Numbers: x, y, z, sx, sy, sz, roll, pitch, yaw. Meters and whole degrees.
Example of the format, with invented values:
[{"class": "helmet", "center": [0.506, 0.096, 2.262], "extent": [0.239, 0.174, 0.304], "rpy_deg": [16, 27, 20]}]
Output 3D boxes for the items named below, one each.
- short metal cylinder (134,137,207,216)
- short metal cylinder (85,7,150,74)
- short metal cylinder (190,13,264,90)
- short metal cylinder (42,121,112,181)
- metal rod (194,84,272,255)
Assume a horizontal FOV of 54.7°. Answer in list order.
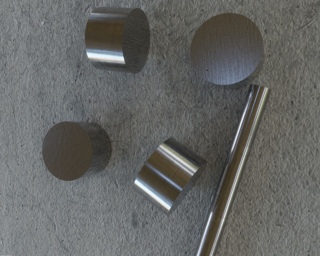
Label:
[{"class": "short metal cylinder", "center": [0.013, 0.058, 0.375], "extent": [0.050, 0.080, 0.080], "rpy_deg": [35, 101, 16]}, {"class": "short metal cylinder", "center": [-0.052, -0.113, 0.398], "extent": [0.050, 0.080, 0.079], "rpy_deg": [10, 93, 20]}, {"class": "short metal cylinder", "center": [0.081, -0.088, 0.367], "extent": [0.080, 0.050, 0.080], "rpy_deg": [0, 90, 20]}, {"class": "short metal cylinder", "center": [-0.116, 0.031, 0.437], "extent": [0.080, 0.050, 0.080], "rpy_deg": [0, 90, 20]}, {"class": "metal rod", "center": [0.076, 0.094, 0.381], "extent": [0.025, 0.025, 0.298], "rpy_deg": [19, 96, 19]}]
